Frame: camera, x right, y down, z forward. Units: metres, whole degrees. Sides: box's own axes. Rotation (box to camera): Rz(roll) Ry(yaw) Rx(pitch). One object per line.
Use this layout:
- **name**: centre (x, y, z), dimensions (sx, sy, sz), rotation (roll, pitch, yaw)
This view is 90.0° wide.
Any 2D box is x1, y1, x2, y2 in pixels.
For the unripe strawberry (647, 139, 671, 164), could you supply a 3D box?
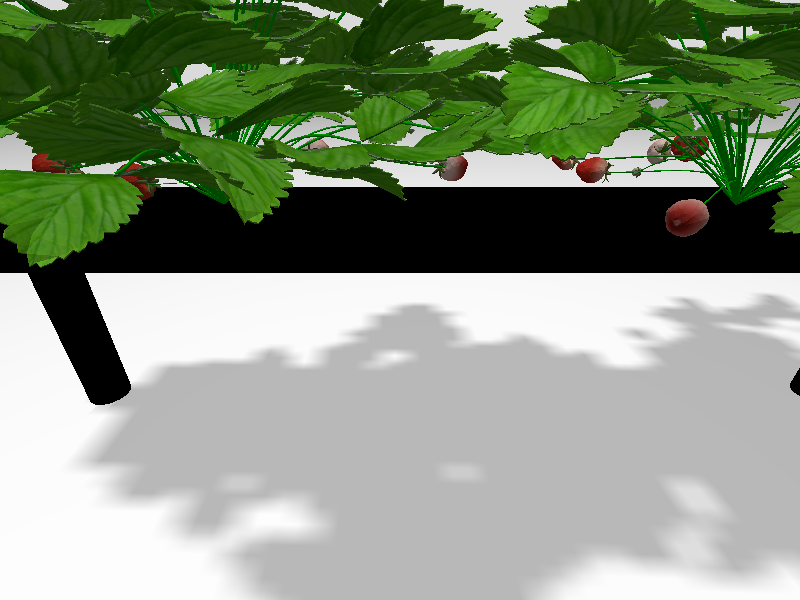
- **unripe strawberry**: centre (0.331, -0.190, 0.513), dimensions (0.026, 0.030, 0.029), rotation (5, 22, 9)

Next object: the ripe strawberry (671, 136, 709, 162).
- **ripe strawberry**: centre (0.379, -0.201, 0.526), dimensions (0.042, 0.037, 0.038), rotation (11, 21, 19)

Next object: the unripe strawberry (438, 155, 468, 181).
- **unripe strawberry**: centre (0.059, -0.145, 0.434), dimensions (0.032, 0.031, 0.030), rotation (-12, 31, -22)

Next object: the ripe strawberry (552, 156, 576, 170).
- **ripe strawberry**: centre (0.197, -0.170, 0.479), dimensions (0.031, 0.028, 0.028), rotation (-17, 32, -28)

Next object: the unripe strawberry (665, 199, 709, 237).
- **unripe strawberry**: centre (0.194, -0.055, 0.274), dimensions (0.027, 0.026, 0.025), rotation (-22, 36, -34)

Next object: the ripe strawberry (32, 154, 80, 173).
- **ripe strawberry**: centre (-0.352, -0.136, 0.408), dimensions (0.040, 0.035, 0.040), rotation (10, 30, 18)

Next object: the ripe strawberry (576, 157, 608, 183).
- **ripe strawberry**: centre (0.199, -0.136, 0.417), dimensions (0.030, 0.025, 0.030), rotation (22, 35, 35)

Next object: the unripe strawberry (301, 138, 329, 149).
- **unripe strawberry**: centre (-0.105, -0.188, 0.506), dimensions (0.037, 0.032, 0.037), rotation (7, 29, 13)

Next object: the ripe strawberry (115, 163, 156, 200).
- **ripe strawberry**: centre (-0.241, -0.106, 0.360), dimensions (0.034, 0.033, 0.032), rotation (5, 29, 10)

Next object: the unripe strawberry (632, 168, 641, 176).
- **unripe strawberry**: centre (0.267, -0.145, 0.454), dimensions (0.009, 0.010, 0.010), rotation (-6, 29, -12)
